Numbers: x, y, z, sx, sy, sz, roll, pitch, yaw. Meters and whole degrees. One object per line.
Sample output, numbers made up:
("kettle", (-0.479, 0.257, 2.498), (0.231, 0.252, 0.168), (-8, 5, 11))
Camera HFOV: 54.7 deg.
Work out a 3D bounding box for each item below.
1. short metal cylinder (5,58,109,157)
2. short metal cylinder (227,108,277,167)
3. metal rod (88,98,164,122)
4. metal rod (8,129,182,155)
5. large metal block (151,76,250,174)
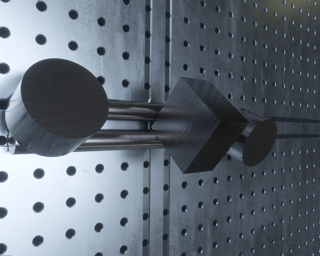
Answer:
("short metal cylinder", (-0.096, -0.018, 0.293), (0.080, 0.050, 0.080), (20, 56, -31))
("short metal cylinder", (0.139, 0.014, 0.492), (0.081, 0.050, 0.079), (-19, 123, -31))
("metal rod", (0.034, -0.020, 0.437), (0.302, 0.025, 0.025), (1, 90, -40))
("metal rod", (-0.024, 0.014, 0.389), (0.302, 0.025, 0.025), (1, 90, -40))
("large metal block", (0.044, -0.003, 0.372), (0.050, 0.080, 0.079), (1, 132, -40))
